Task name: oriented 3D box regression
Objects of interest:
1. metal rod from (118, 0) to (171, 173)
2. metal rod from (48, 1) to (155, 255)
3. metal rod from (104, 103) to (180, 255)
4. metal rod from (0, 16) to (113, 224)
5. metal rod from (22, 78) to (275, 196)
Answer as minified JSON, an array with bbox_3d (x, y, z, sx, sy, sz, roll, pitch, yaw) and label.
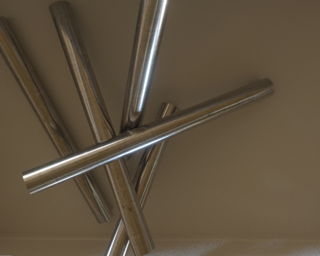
[{"bbox_3d":[-0.028,-0.024,0.339,0.025,0.025,0.298,12,134,-5],"label":"metal rod"},{"bbox_3d":[-0.067,-0.001,0.357,0.025,0.025,0.299,-20,89,7],"label":"metal rod"},{"bbox_3d":[-0.038,0.110,0.379,0.025,0.025,0.299,22,80,-8],"label":"metal rod"},{"bbox_3d":[-0.138,0.004,0.411,0.025,0.025,0.299,-21,109,7],"label":"metal rod"},{"bbox_3d":[0.004,0.001,0.350,0.302,0.025,0.025,-22,111,-18],"label":"metal rod"}]
